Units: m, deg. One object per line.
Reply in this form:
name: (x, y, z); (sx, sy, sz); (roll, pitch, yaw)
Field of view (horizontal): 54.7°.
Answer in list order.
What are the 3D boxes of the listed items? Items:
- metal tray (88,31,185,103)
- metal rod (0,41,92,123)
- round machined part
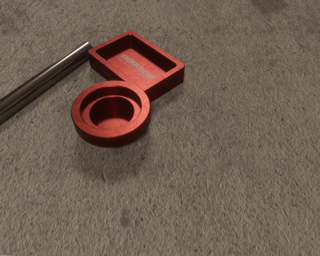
metal tray: (-0.037, -0.096, 0.480); (0.091, 0.030, 0.130); (-35, 59, -26)
metal rod: (-0.203, -0.037, 0.431); (0.025, 0.025, 0.301); (28, 55, 21)
round machined part: (-0.061, -0.014, 0.402); (0.099, 0.042, 0.098); (0, 51, 0)
